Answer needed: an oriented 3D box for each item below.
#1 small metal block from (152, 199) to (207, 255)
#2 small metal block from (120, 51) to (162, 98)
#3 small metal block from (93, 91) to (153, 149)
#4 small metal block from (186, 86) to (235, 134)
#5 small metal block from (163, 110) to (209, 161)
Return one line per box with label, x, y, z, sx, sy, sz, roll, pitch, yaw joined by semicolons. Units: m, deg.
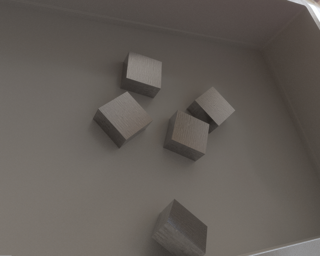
small metal block;0.023;0.112;0.336;0.050;0.025;0.050;40;17;-1
small metal block;-0.026;-0.075;0.439;0.050;0.025;0.050;15;56;-20
small metal block;-0.046;-0.011;0.389;0.050;0.025;0.050;48;51;5
small metal block;0.077;-0.028;0.466;0.050;0.025;0.050;48;51;5
small metal block;0.036;0.010;0.421;0.050;0.025;0.050;24;53;-14
